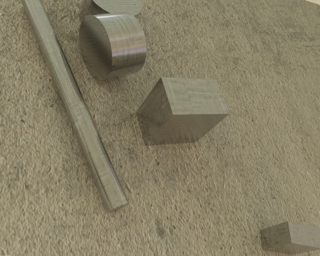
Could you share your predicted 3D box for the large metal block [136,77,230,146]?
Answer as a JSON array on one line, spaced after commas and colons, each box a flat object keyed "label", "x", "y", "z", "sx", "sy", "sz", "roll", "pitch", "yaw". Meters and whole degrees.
[{"label": "large metal block", "x": 0.026, "y": -0.019, "z": 0.394, "sx": 0.081, "sy": 0.080, "sz": 0.050, "roll": -2, "pitch": 63, "yaw": -29}]

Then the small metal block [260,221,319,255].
[{"label": "small metal block", "x": 0.165, "y": 0.140, "z": 0.391, "sx": 0.050, "sy": 0.050, "sz": 0.025, "roll": 16, "pitch": 55, "yaw": -19}]

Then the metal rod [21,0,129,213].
[{"label": "metal rod", "x": -0.108, "y": -0.043, "z": 0.371, "sx": 0.025, "sy": 0.025, "sz": 0.299, "roll": -15, "pitch": 70, "yaw": -34}]

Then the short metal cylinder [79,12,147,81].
[{"label": "short metal cylinder", "x": -0.062, "y": -0.106, "z": 0.400, "sx": 0.050, "sy": 0.080, "sz": 0.080, "roll": -21, "pitch": 73, "yaw": -35}]

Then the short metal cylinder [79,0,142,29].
[{"label": "short metal cylinder", "x": -0.073, "y": -0.174, "z": 0.454, "sx": 0.081, "sy": 0.050, "sz": 0.080, "roll": 14, "pitch": 55, "yaw": -21}]
